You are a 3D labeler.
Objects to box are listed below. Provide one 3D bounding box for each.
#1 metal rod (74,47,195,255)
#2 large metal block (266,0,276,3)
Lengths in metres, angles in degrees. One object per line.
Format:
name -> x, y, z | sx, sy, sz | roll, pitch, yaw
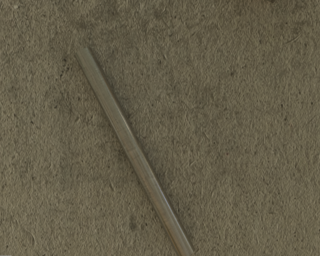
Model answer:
metal rod -> -0.033, 0.033, 0.409 | 0.025, 0.025, 0.299 | -27, 90, 0
large metal block -> 0.133, -0.223, 0.399 | 0.080, 0.050, 0.080 | 22, 90, 0
